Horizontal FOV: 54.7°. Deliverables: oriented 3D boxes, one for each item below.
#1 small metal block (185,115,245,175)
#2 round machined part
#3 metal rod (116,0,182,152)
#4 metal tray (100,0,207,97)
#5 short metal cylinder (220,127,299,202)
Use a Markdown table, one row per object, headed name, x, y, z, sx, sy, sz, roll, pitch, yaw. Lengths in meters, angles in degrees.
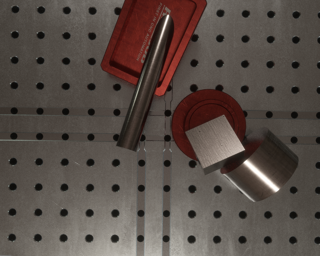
| name | x | y | z | sx | sy | sz | roll | pitch | yaw |
| --- | --- | --- | --- | --- | --- | --- | --- | --- | --- |
| small metal block | 0.064 | 0.020 | 0.362 | 0.050 | 0.025 | 0.050 | -24 | 61 | 0 |
| round machined part | 0.064 | -0.003 | 0.406 | 0.099 | 0.042 | 0.097 | 0 | 90 | -1 |
| metal rod | 0.004 | -0.116 | 0.390 | 0.025 | 0.025 | 0.299 | 17 | 81 | -1 |
| metal tray | -0.009 | -0.116 | 0.389 | 0.090 | 0.030 | 0.129 | 25 | 109 | -1 |
| short metal cylinder | 0.122 | 0.045 | 0.387 | 0.050 | 0.080 | 0.080 | 43 | 90 | -1 |
